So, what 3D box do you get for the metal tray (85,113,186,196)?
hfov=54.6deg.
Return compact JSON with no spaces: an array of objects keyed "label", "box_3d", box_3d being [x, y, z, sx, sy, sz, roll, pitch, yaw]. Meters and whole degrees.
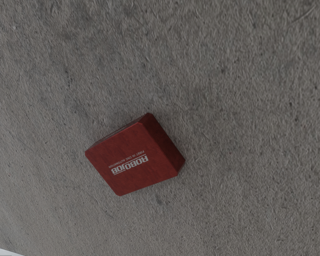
[{"label":"metal tray","box_3d":[-0.039,0.043,0.452,0.130,0.030,0.090,-27,104,37]}]
